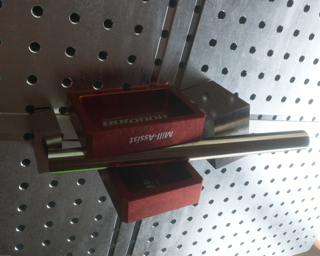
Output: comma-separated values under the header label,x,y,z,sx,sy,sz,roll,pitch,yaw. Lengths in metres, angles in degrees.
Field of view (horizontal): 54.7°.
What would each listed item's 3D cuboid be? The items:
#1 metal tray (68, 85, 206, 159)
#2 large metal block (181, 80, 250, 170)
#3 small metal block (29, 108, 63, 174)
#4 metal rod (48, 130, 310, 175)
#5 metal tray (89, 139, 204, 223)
label,x,y,z,sx,sy,sz,roll,pitch,yaw
metal tray,-0.027,-0.013,0.347,0.131,0.090,0.030,-9,123,-24
large metal block,0.072,-0.006,0.412,0.050,0.080,0.079,-21,127,-17
small metal block,-0.124,0.013,0.336,0.025,0.050,0.050,-8,122,-25
metal rod,0.035,0.024,0.349,0.302,0.025,0.025,-4,121,-16
metal tray,-0.022,0.043,0.360,0.091,0.130,0.030,-9,123,-24
